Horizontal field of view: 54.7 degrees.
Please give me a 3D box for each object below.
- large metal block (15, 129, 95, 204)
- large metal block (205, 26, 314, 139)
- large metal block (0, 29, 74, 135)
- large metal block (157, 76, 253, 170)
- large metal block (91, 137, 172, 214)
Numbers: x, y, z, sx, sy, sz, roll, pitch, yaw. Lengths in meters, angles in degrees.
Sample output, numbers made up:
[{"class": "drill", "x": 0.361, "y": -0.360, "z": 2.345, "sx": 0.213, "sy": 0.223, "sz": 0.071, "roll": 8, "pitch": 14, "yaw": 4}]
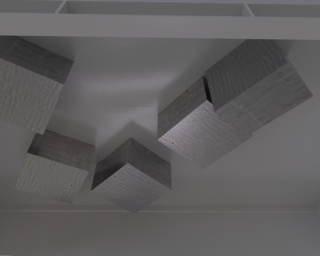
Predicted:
[{"class": "large metal block", "x": -0.148, "y": 0.055, "z": 0.438, "sx": 0.080, "sy": 0.050, "sz": 0.080, "roll": 21, "pitch": 127, "yaw": -17}, {"class": "large metal block", "x": 0.100, "y": -0.049, "z": 0.332, "sx": 0.080, "sy": 0.080, "sz": 0.050, "roll": -36, "pitch": 122, "yaw": 26}, {"class": "large metal block", "x": -0.154, "y": -0.049, "z": 0.349, "sx": 0.080, "sy": 0.050, "sz": 0.080, "roll": 23, "pitch": 127, "yaw": -19}, {"class": "large metal block", "x": 0.054, "y": -0.004, "z": 0.390, "sx": 0.080, "sy": 0.050, "sz": 0.080, "roll": 35, "pitch": 122, "yaw": -26}, {"class": "large metal block", "x": -0.040, "y": 0.072, "z": 0.453, "sx": 0.080, "sy": 0.050, "sz": 0.080, "roll": 36, "pitch": 121, "yaw": -27}]
